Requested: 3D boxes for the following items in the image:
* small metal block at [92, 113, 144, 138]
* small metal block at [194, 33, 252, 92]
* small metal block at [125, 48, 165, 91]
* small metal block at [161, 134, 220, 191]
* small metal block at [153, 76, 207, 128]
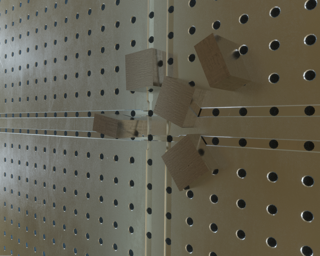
[{"bbox_3d":[-0.059,-0.004,0.443,0.050,0.050,0.025,15,100,39],"label":"small metal block"},{"bbox_3d":[0.069,-0.070,0.337,0.025,0.050,0.050,-30,72,36],"label":"small metal block"},{"bbox_3d":[-0.021,-0.079,0.428,0.050,0.025,0.050,-3,88,40],"label":"small metal block"},{"bbox_3d":[0.036,0.042,0.380,0.050,0.025,0.050,-43,64,31],"label":"small metal block"},{"bbox_3d":[0.024,-0.033,0.390,0.050,0.025,0.050,29,108,36],"label":"small metal block"}]
